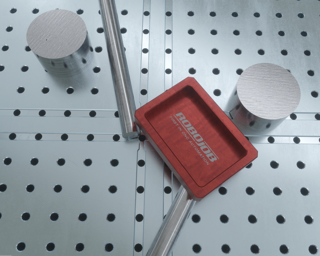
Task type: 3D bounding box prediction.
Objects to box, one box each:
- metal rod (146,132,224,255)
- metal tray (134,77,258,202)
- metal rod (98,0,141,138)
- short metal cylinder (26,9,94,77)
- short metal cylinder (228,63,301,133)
[{"bbox_3d":[0.005,0.134,0.362,0.025,0.025,0.300,27,72,9],"label":"metal rod"},{"bbox_3d":[0.041,0.011,0.378,0.090,0.030,0.130,-34,73,-12],"label":"metal tray"},{"bbox_3d":[-0.068,-0.128,0.457,0.025,0.025,0.299,-11,70,-4],"label":"metal rod"},{"bbox_3d":[-0.139,-0.119,0.440,0.081,0.050,0.080,0,70,0],"label":"short metal cylinder"},{"bbox_3d":[0.137,-0.039,0.415,0.081,0.050,0.080,0,70,0],"label":"short metal cylinder"}]
